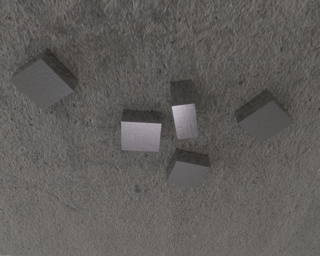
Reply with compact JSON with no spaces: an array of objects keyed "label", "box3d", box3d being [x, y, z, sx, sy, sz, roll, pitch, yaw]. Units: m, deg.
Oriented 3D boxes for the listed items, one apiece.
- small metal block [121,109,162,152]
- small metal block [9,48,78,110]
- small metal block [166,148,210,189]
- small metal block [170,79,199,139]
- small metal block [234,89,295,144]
[{"label":"small metal block","box3d":[-0.025,0.004,0.410,0.050,0.025,0.050,3,130,-3]},{"label":"small metal block","box3d":[-0.133,-0.055,0.359,0.050,0.025,0.050,-27,126,20]},{"label":"small metal block","box3d":[0.040,0.061,0.459,0.050,0.025,0.050,12,129,-11]},{"label":"small metal block","box3d":[0.029,-0.023,0.372,0.025,0.050,0.050,-7,130,6]},{"label":"small metal block","box3d":[0.133,-0.014,0.396,0.050,0.025,0.050,37,121,-27]}]
